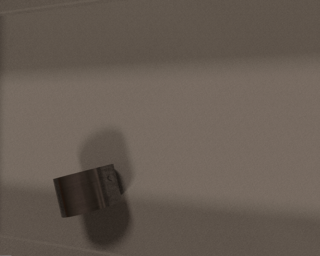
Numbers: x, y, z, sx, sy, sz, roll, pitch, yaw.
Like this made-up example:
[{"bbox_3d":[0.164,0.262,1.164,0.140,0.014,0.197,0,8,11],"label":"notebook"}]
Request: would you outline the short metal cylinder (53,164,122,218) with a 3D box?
[{"bbox_3d":[-0.096,0.082,0.414,0.080,0.080,0.050,-16,85,19],"label":"short metal cylinder"}]
